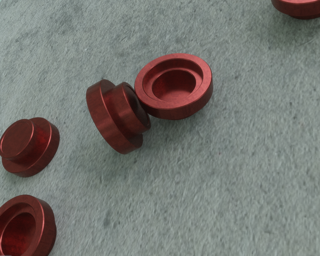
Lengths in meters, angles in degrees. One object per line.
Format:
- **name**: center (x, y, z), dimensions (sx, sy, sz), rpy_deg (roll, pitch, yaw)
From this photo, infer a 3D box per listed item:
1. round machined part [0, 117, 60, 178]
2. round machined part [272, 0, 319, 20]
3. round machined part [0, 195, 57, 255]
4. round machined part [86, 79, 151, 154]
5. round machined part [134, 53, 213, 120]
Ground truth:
- **round machined part**: center (-0.211, 0.025, 0.486), dimensions (0.098, 0.042, 0.098), rpy_deg (-13, 56, 20)
- **round machined part**: center (0.195, -0.180, 0.401), dimensions (0.098, 0.042, 0.098), rpy_deg (-13, 56, 20)
- **round machined part**: center (-0.174, 0.139, 0.397), dimensions (0.098, 0.042, 0.098), rpy_deg (-13, 56, 20)
- **round machined part**: center (-0.046, -0.019, 0.391), dimensions (0.042, 0.098, 0.098), rpy_deg (-27, 53, 12)
- **round machined part**: center (0.020, -0.049, 0.402), dimensions (0.098, 0.042, 0.098), rpy_deg (-7, 52, 9)
